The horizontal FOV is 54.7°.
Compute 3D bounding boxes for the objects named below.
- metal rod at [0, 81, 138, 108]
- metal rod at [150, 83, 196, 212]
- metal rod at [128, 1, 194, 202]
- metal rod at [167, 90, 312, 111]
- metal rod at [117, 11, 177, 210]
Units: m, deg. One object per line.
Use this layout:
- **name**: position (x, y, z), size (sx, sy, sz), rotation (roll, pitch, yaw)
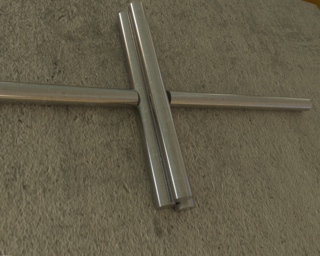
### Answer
- **metal rod**: position (-0.167, -0.039, 0.339), size (0.303, 0.025, 0.025), rotation (0, 62, -28)
- **metal rod**: position (-0.001, -0.035, 0.429), size (0.025, 0.025, 0.299), rotation (1, 61, -28)
- **metal rod**: position (-0.005, -0.052, 0.410), size (0.025, 0.025, 0.299), rotation (1, 61, -28)
- **metal rod**: position (0.142, -0.043, 0.510), size (0.303, 0.025, 0.025), rotation (-1, 62, -29)
- **metal rod**: position (-0.024, -0.041, 0.419), size (0.025, 0.025, 0.299), rotation (1, 61, -28)
